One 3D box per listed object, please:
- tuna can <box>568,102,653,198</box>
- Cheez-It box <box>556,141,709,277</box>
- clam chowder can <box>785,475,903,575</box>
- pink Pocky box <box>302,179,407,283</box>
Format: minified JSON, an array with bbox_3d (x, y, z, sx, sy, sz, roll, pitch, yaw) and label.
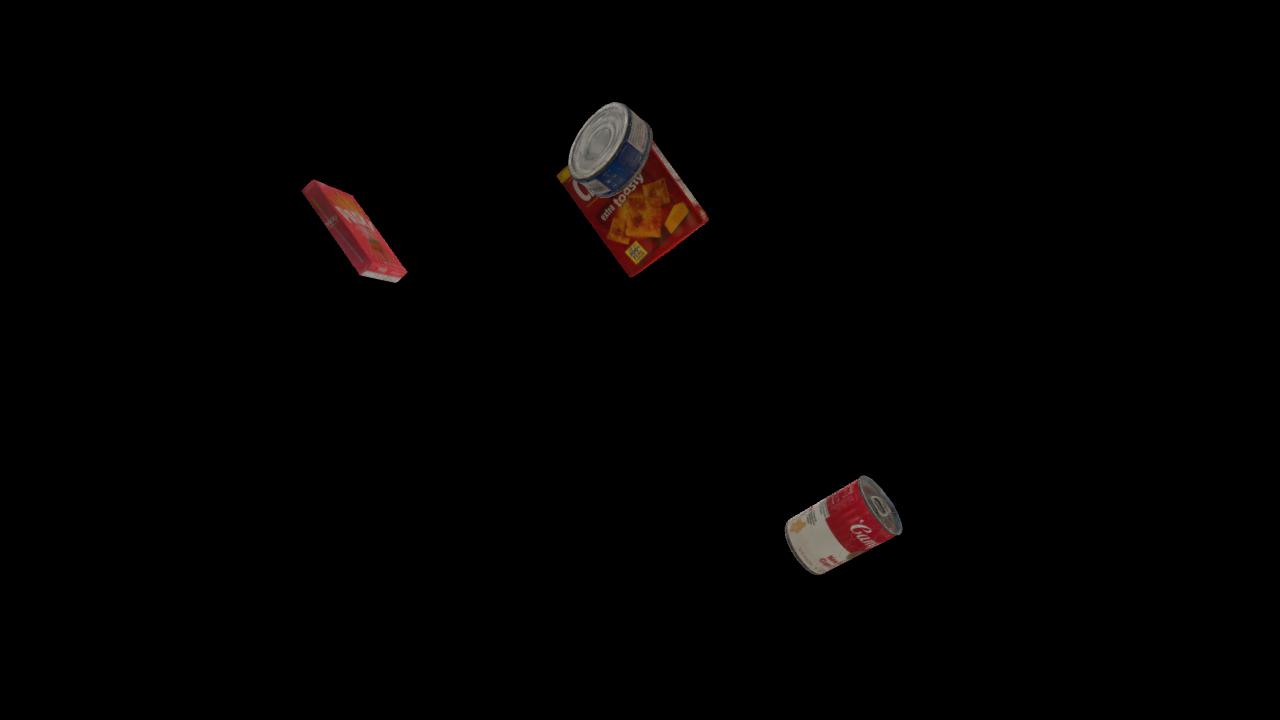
[{"bbox_3d":[-0.030,-0.199,0.584,0.084,0.084,0.034,0,-19,45],"label":"tuna can"},{"bbox_3d":[-0.012,-0.282,1.066,0.166,0.223,0.071,-34,6,21],"label":"Cheez-It box"},{"bbox_3d":[0.214,0.177,0.656,0.102,0.068,0.068,-40,-21,27],"label":"clam chowder can"},{"bbox_3d":[-0.405,-0.181,0.876,0.029,0.155,0.084,-39,-8,9],"label":"pink Pocky box"}]
